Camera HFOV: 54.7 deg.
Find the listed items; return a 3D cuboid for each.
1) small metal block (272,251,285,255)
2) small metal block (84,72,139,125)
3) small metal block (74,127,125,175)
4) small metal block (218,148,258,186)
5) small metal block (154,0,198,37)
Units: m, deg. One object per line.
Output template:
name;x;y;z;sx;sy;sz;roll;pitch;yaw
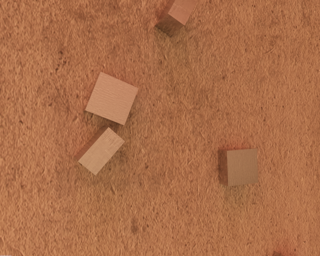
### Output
small metal block;0.205;0.217;0.472;0.050;0.050;0.025;29;81;-18
small metal block;-0.062;-0.035;0.386;0.050;0.025;0.050;22;83;-19
small metal block;-0.073;0.026;0.369;0.025;0.050;0.050;44;76;-15
small metal block;0.113;0.055;0.451;0.050;0.025;0.050;-3;91;-20
small metal block;0.023;-0.154;0.404;0.025;0.050;0.050;30;80;-18
